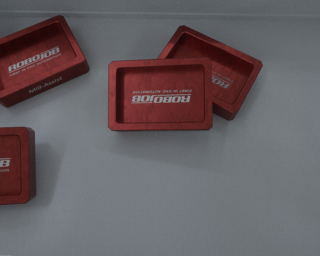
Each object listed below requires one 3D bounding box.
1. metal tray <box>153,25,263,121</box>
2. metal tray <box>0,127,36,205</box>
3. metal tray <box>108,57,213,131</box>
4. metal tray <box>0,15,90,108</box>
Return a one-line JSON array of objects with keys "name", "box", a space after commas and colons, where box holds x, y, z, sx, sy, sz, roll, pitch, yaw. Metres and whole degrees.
[{"name": "metal tray", "box": [0.064, -0.079, 0.435, 0.130, 0.030, 0.090, 28, 72, 10]}, {"name": "metal tray", "box": [-0.219, 0.046, 0.366, 0.131, 0.030, 0.089, -2, 87, -9]}, {"name": "metal tray", "box": [0.001, -0.041, 0.398, 0.131, 0.030, 0.089, -1, 86, 9]}, {"name": "metal tray", "box": [-0.179, -0.096, 0.440, 0.131, 0.030, 0.090, -26, 72, -10]}]
